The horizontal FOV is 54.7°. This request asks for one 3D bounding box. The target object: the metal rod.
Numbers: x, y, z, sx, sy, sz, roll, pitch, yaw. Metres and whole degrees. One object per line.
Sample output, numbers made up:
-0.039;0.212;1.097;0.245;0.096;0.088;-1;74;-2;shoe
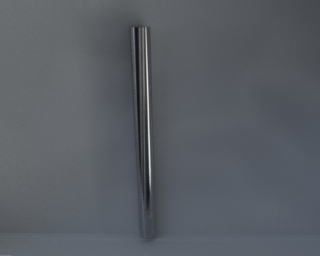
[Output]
-0.021;0.020;0.418;0.025;0.025;0.298;-1;110;0;metal rod
